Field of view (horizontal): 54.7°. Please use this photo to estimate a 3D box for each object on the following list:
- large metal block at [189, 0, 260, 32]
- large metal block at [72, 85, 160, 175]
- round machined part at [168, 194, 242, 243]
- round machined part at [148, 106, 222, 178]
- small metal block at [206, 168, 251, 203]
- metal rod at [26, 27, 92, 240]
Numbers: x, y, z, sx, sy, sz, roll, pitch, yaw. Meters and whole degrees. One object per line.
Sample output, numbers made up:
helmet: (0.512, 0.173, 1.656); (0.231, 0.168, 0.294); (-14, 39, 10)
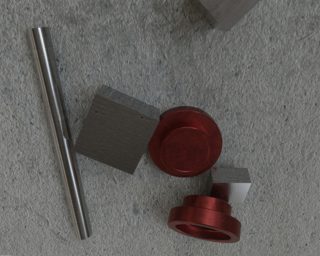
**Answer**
large metal block: (0.077, -0.151, 0.326); (0.080, 0.080, 0.050); (-43, 105, 14)
large metal block: (-0.054, 0.001, 0.396); (0.080, 0.050, 0.080); (24, 108, -9)
round machined part: (0.063, 0.124, 0.429); (0.098, 0.042, 0.098); (11, 152, 6)
round machined part: (0.034, 0.023, 0.410); (0.099, 0.042, 0.097); (0, 110, 0)
small metal block: (0.094, 0.080, 0.430); (0.050, 0.025, 0.050); (1, 135, -1)
metal rod: (-0.129, 0.021, 0.416); (0.025, 0.025, 0.298); (-5, 110, 2)
